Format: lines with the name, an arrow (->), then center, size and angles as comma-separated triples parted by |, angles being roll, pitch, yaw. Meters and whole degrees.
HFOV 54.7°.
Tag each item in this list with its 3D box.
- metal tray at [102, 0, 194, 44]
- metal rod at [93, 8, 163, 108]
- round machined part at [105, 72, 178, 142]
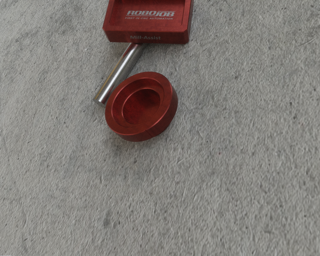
metal tray -> -0.016, -0.179, 0.487 | 0.131, 0.030, 0.090 | 4, 69, 10
metal rod -> -0.020, -0.163, 0.512 | 0.025, 0.025, 0.300 | 19, 72, 35
round machined part -> -0.021, -0.024, 0.418 | 0.098, 0.042, 0.098 | -13, 56, 20
